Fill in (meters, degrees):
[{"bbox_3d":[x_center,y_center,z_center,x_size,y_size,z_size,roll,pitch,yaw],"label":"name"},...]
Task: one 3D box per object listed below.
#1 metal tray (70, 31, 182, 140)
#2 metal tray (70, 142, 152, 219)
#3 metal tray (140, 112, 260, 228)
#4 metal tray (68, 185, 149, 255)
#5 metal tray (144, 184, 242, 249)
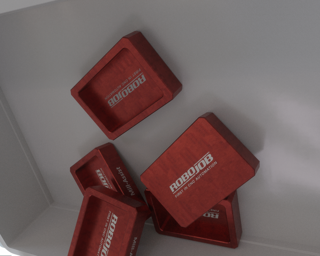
[{"bbox_3d":[-0.047,-0.049,0.399,0.130,0.030,0.090,-32,101,38],"label":"metal tray"},{"bbox_3d":[-0.080,0.099,0.486,0.090,0.030,0.130,-35,83,38],"label":"metal tray"},{"bbox_3d":[0.046,0.055,0.390,0.090,0.030,0.129,48,119,9],"label":"metal tray"},{"bbox_3d":[-0.077,0.156,0.432,0.090,0.030,0.129,16,92,28],"label":"metal tray"},{"bbox_3d":[0.048,0.123,0.455,0.130,0.030,0.089,1,119,27],"label":"metal tray"}]
